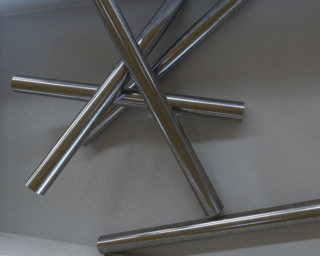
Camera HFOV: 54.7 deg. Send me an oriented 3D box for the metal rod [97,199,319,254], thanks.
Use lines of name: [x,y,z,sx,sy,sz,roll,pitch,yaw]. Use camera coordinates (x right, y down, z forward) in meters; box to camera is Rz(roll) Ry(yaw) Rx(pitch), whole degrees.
metal rod: [0.056,0.127,0.390,0.301,0.025,0.025,-16,85,18]

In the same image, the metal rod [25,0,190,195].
metal rod: [-0.057,-0.052,0.376,0.025,0.025,0.300,32,80,17]

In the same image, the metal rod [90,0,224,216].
metal rod: [-0.002,-0.027,0.366,0.025,0.025,0.299,-26,99,18]

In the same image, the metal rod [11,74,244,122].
metal rod: [-0.047,-0.040,0.399,0.301,0.025,0.025,8,93,9]

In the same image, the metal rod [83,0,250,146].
metal rod: [-0.003,-0.076,0.410,0.300,0.025,0.025,-40,78,15]
